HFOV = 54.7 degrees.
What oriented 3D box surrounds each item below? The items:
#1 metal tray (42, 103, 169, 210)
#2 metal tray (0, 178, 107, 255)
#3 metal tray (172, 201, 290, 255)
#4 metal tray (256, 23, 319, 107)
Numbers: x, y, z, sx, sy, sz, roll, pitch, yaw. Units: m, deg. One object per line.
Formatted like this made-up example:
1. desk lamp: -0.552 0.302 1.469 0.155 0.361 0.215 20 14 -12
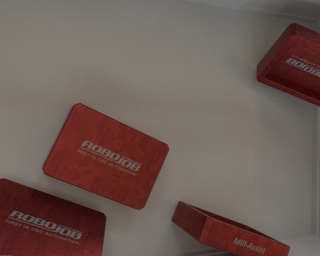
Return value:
1. metal tray: -0.064 0.036 0.385 0.131 0.030 0.090 26 81 -19
2. metal tray: -0.126 0.115 0.329 0.131 0.090 0.030 26 119 -19
3. metal tray: 0.091 0.140 0.411 0.131 0.090 0.030 24 82 -19
4. metal tray: 0.218 -0.083 0.443 0.131 0.089 0.030 21 53 -7
